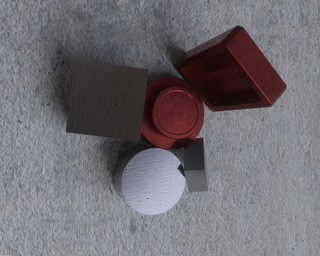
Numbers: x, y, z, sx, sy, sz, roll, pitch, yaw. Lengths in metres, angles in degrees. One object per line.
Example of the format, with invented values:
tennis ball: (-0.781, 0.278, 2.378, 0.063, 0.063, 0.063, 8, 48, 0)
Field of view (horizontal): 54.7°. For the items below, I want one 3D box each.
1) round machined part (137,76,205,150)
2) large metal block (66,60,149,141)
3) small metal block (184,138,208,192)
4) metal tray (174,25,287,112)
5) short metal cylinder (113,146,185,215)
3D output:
round machined part: (0.016, -0.020, 0.409, 0.099, 0.042, 0.097, 0, 90, -21)
large metal block: (-0.058, -0.029, 0.363, 0.081, 0.050, 0.080, 7, 88, -3)
small metal block: (0.047, 0.049, 0.404, 0.025, 0.050, 0.050, -5, 137, 10)
metal tray: (0.079, -0.065, 0.384, 0.030, 0.130, 0.090, -46, 105, -14)
short metal cylinder: (-0.015, 0.064, 0.393, 0.081, 0.050, 0.079, 0, 90, -21)
